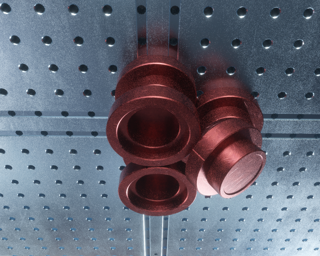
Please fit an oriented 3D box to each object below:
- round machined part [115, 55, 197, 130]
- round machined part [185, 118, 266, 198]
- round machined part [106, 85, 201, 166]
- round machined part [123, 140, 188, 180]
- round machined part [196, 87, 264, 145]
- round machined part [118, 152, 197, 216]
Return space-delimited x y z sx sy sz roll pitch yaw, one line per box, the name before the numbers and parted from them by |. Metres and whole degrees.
round machined part | -0.005 -0.034 0.372 0.099 0.042 0.097 0 130 0
round machined part | 0.081 0.041 0.352 0.099 0.042 0.097 -22 134 -24
round machined part | -0.007 -0.006 0.339 0.099 0.042 0.097 0 130 0
round machined part | -0.004 0.041 0.436 0.099 0.042 0.097 0 130 0
round machined part | 0.084 -0.001 0.401 0.099 0.042 0.097 0 130 0
round machined part | -0.003 0.069 0.403 0.099 0.042 0.097 0 130 0
